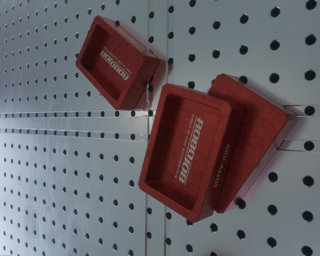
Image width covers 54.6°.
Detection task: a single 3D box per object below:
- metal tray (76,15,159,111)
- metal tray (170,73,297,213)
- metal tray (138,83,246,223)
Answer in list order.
[{"bbox_3d":[-0.069,-0.098,0.464,0.130,0.030,0.090,46,117,30],"label":"metal tray"},{"bbox_3d":[0.074,0.017,0.345,0.090,0.030,0.129,42,115,32],"label":"metal tray"},{"bbox_3d":[0.030,0.024,0.342,0.090,0.030,0.129,24,105,37],"label":"metal tray"}]
